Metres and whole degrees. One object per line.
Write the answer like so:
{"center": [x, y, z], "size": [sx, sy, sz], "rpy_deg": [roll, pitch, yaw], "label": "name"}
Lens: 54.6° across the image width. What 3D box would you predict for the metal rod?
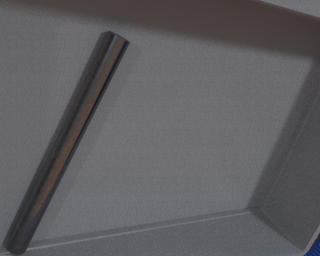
{"center": [-0.114, 0.029, 0.363], "size": [0.025, 0.025, 0.299], "rpy_deg": [19, 108, -35], "label": "metal rod"}
